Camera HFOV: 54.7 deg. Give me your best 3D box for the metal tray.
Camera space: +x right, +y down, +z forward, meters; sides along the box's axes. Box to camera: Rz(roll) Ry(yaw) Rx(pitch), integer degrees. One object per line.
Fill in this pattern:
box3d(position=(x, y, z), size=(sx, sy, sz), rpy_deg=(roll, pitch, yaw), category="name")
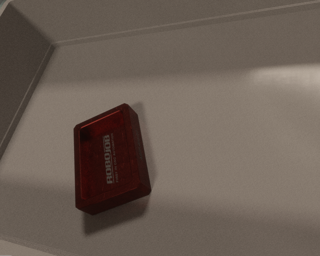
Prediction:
box3d(position=(-0.068, 0.038, 0.412), size=(0.090, 0.030, 0.130), rpy_deg=(-23, 53, 14), category="metal tray")
